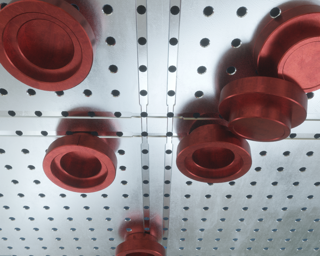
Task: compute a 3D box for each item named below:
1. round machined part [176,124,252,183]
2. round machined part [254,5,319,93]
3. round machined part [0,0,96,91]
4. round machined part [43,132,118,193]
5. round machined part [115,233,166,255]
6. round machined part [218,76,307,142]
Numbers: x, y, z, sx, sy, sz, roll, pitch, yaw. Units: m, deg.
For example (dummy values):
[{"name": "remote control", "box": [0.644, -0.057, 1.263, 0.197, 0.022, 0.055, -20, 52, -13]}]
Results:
[{"name": "round machined part", "box": [0.072, 0.032, 0.420, 0.098, 0.042, 0.098, 4, 140, 3]}, {"name": "round machined part", "box": [0.156, -0.077, 0.336, 0.099, 0.042, 0.097, 0, 130, 0]}, {"name": "round machined part", "box": [-0.116, -0.090, 0.323, 0.099, 0.042, 0.097, 0, 130, 0]}, {"name": "round machined part", "box": [-0.109, 0.045, 0.437, 0.099, 0.042, 0.097, 0, 130, 0]}, {"name": "round machined part", "box": [-0.038, 0.241, 0.605, 0.099, 0.042, 0.097, 0, 130, 0]}, {"name": "round machined part", "box": [0.116, -0.015, 0.360, 0.098, 0.042, 0.098, 12, 159, 5]}]
